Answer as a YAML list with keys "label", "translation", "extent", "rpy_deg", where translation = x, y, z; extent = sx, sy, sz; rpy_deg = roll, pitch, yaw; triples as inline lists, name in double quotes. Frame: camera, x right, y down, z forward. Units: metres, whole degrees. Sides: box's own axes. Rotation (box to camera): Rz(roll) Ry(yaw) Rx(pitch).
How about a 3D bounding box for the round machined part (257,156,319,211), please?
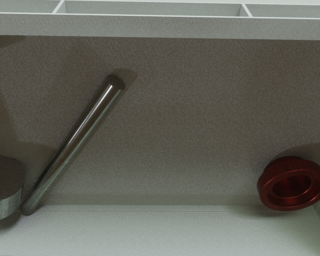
- label: "round machined part"
  translation: [0.197, 0.080, 0.469]
  extent: [0.099, 0.042, 0.097]
  rpy_deg: [-1, 130, 0]

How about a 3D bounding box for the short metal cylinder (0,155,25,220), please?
- label: "short metal cylinder"
  translation: [-0.239, 0.084, 0.441]
  extent: [0.081, 0.080, 0.050]
  rpy_deg: [17, 128, -14]

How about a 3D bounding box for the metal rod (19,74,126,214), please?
- label: "metal rod"
  translation: [-0.137, 0.040, 0.440]
  extent: [0.025, 0.025, 0.298]
  rpy_deg: [28, 125, -22]
